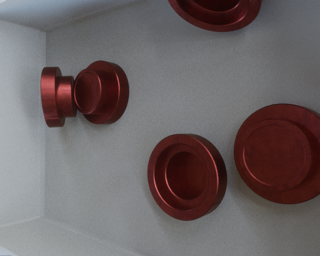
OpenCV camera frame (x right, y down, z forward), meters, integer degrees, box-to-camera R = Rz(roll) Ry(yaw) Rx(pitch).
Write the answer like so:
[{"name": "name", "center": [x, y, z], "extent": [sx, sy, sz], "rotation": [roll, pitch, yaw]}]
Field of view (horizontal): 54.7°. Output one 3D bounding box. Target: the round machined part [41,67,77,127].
[{"name": "round machined part", "center": [-0.161, -0.050, 0.504], "extent": [0.098, 0.042, 0.097], "rotation": [178, 89, -81]}]

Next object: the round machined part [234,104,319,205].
[{"name": "round machined part", "center": [0.116, 0.025, 0.299], "extent": [0.098, 0.042, 0.097], "rotation": [0, 90, 39]}]

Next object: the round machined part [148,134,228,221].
[{"name": "round machined part", "center": [0.035, 0.055, 0.365], "extent": [0.098, 0.042, 0.097], "rotation": [0, 90, 39]}]

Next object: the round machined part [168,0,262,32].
[{"name": "round machined part", "center": [0.058, -0.147, 0.317], "extent": [0.098, 0.098, 0.042], "rotation": [6, 68, 39]}]

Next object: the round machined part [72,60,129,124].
[{"name": "round machined part", "center": [-0.096, -0.054, 0.473], "extent": [0.098, 0.042, 0.097], "rotation": [0, 90, 39]}]
